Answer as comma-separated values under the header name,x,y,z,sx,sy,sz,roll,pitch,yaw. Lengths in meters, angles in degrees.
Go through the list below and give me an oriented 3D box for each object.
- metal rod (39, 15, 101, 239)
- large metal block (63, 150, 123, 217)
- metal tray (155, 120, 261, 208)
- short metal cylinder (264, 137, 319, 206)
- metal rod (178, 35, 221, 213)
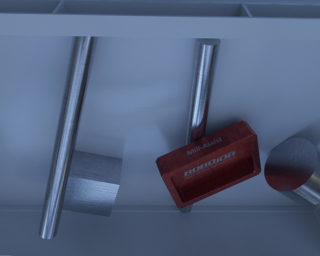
name,x,y,z,sx,sy,sz,roll,pitch,yaw
metal rod,-0.115,0.018,0.376,0.025,0.025,0.298,13,115,-11
large metal block,-0.105,0.083,0.462,0.081,0.050,0.079,12,129,-11
metal tray,0.070,0.053,0.424,0.131,0.030,0.090,-24,134,-1
short metal cylinder,0.193,0.060,0.427,0.050,0.080,0.080,31,123,-24
metal rod,0.047,0.020,0.426,0.025,0.025,0.298,1,130,-2
